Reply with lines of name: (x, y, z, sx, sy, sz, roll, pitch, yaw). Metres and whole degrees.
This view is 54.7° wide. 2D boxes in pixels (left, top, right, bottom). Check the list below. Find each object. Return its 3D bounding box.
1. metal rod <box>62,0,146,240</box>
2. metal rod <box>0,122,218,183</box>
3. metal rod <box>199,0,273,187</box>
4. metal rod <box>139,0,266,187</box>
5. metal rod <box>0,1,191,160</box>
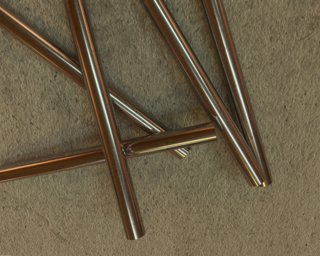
metal rod: (-0.065, -0.012, 0.368, 0.025, 0.025, 0.298, -13, 96, 5)
metal rod: (-0.078, 0.034, 0.403, 0.301, 0.025, 0.025, -12, 110, 11)
metal rod: (0.095, -0.055, 0.389, 0.025, 0.025, 0.299, -19, 109, 7)
metal rod: (0.050, -0.053, 0.378, 0.025, 0.025, 0.299, -30, 103, 10)
metal rod: (-0.083, -0.055, 0.388, 0.301, 0.025, 0.025, 37, 106, -13)
